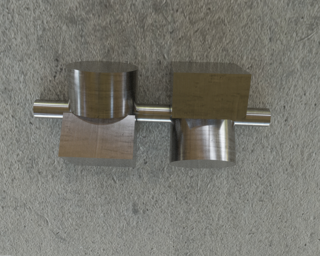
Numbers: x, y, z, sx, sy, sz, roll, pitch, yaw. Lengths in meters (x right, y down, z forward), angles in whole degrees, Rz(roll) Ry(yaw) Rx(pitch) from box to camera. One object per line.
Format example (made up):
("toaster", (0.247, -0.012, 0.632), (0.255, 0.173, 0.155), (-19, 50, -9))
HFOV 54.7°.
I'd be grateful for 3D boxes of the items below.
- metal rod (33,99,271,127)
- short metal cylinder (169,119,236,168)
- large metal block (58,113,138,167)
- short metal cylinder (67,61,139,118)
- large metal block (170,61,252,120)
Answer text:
("metal rod", (-0.009, -0.019, 0.406), (0.302, 0.025, 0.025), (2, 110, -1))
("short metal cylinder", (0.052, 0.020, 0.383), (0.081, 0.080, 0.050), (2, 75, -1))
("large metal block", (-0.070, 0.018, 0.381), (0.081, 0.080, 0.050), (2, 76, -2))
("short metal cylinder", (-0.066, -0.048, 0.363), (0.081, 0.080, 0.050), (3, 110, -2))
("large metal block", (0.054, -0.047, 0.364), (0.081, 0.080, 0.050), (1, 110, -1))
